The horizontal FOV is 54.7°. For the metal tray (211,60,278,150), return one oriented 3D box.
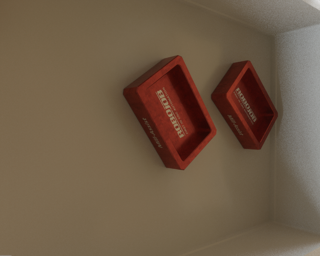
[{"bbox_3d":[0.148,-0.037,0.526,0.130,0.030,0.090,51,60,-28],"label":"metal tray"}]

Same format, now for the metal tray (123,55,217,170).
[{"bbox_3d":[0.019,-0.020,0.418,0.090,0.030,0.130,-44,116,-31],"label":"metal tray"}]
